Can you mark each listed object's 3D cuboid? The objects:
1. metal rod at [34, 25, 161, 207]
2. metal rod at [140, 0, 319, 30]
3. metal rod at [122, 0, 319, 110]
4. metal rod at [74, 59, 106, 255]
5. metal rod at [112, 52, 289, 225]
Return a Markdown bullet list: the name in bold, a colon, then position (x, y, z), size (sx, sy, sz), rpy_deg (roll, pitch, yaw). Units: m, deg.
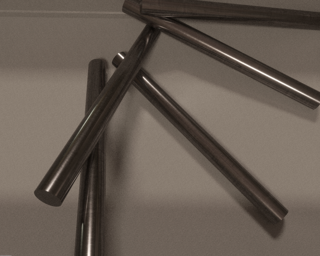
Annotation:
- **metal rod**: position (-0.053, -0.043, 0.363), size (0.025, 0.025, 0.301), rpy_deg (17, 47, 6)
- **metal rod**: position (0.123, -0.162, 0.441), size (0.302, 0.025, 0.025), rpy_deg (0, 70, -12)
- **metal rod**: position (0.085, -0.107, 0.434), size (0.301, 0.025, 0.025), rpy_deg (28, 72, 3)
- **metal rod**: position (-0.072, 0.018, 0.339), size (0.025, 0.025, 0.300), rpy_deg (-7, 46, -3)
- **metal rod**: position (0.043, 0.004, 0.408), size (0.025, 0.025, 0.300), rpy_deg (-41, 75, -14)
